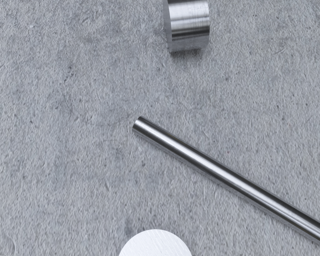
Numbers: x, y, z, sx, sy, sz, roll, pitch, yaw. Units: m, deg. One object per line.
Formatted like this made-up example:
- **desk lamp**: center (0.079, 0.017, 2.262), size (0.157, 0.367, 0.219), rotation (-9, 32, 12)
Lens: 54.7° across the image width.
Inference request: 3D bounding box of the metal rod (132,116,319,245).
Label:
- **metal rod**: center (0.097, 0.070, 0.383), size (0.301, 0.025, 0.025), rotation (31, 73, 10)

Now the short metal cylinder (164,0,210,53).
- **short metal cylinder**: center (0.035, -0.149, 0.434), size (0.050, 0.080, 0.080), rotation (-8, 70, -3)

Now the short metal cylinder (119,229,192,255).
- **short metal cylinder**: center (-0.005, 0.153, 0.339), size (0.081, 0.050, 0.080), rotation (0, 70, 0)
